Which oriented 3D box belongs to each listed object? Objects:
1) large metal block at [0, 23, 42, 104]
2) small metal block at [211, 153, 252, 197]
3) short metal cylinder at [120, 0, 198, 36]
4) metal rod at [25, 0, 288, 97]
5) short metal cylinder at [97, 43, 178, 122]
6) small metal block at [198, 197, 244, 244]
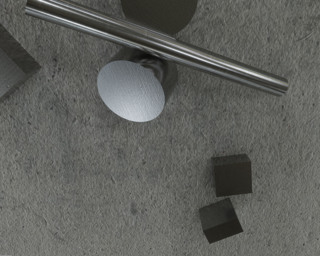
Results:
[{"bbox_3d":[-0.206,-0.074,0.366,0.080,0.050,0.080,-37,106,12],"label":"large metal block"},{"bbox_3d":[0.101,0.067,0.436,0.050,0.025,0.050,-7,110,2],"label":"small metal block"},{"bbox_3d":[-0.001,-0.143,0.344,0.081,0.050,0.079,0,110,-1],"label":"short metal cylinder"},{"bbox_3d":[0.018,-0.083,0.335,0.302,0.025,0.025,13,111,-23],"label":"metal rod"},{"bbox_3d":[-0.025,-0.054,0.360,0.080,0.050,0.079,12,132,14],"label":"short metal cylinder"},{"bbox_3d":[0.086,0.132,0.447,0.050,0.050,0.025,-23,109,8],"label":"small metal block"}]
